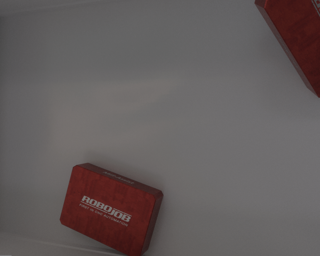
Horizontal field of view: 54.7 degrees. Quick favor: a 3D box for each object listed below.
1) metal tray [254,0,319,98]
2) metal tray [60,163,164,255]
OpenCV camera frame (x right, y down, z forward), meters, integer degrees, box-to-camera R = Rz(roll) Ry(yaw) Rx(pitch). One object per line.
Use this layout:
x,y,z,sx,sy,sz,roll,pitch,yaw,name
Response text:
0.168,-0.104,0.309,0.090,0.030,0.130,-36,116,17,metal tray
-0.070,0.111,0.432,0.130,0.030,0.089,17,96,19,metal tray
